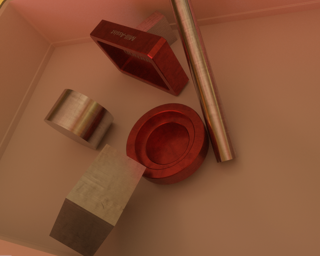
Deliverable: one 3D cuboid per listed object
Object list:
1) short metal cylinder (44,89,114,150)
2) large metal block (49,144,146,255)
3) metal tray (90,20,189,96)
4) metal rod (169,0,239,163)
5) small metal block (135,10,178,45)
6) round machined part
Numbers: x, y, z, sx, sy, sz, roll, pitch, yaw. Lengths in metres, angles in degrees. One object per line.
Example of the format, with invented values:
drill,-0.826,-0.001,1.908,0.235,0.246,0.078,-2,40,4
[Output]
short metal cylinder,-0.112,-0.011,0.434,0.080,0.080,0.050,18,71,34
large metal block,-0.066,0.078,0.331,0.050,0.079,0.080,31,40,-1
metal tray,-0.030,-0.100,0.439,0.130,0.090,0.030,28,78,37
metal rod,0.037,-0.107,0.367,0.025,0.025,0.299,-18,81,18
small metal block,-0.008,-0.144,0.480,0.050,0.050,0.025,-40,51,1
round machined part,0.012,0.022,0.374,0.098,0.042,0.098,-13,56,20
